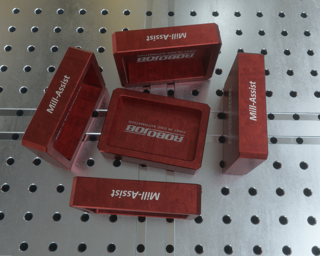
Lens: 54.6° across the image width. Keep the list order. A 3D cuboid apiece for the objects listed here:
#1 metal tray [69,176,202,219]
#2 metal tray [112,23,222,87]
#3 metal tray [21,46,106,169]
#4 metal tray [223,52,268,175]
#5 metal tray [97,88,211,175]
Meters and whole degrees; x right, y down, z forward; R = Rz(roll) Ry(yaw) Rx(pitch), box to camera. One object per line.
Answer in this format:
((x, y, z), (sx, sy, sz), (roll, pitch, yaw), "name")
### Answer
((-0.024, 0.081, 0.348), (0.131, 0.090, 0.030), (3, 70, 1), "metal tray")
((0.008, -0.093, 0.411), (0.131, 0.090, 0.030), (-6, 70, -2), "metal tray")
((-0.112, -0.022, 0.385), (0.030, 0.090, 0.130), (17, 71, 6), "metal tray")
((0.102, -0.015, 0.383), (0.030, 0.090, 0.130), (4, 70, 1), "metal tray")
((-0.006, 0.003, 0.407), (0.131, 0.030, 0.090), (11, 70, 3), "metal tray")
